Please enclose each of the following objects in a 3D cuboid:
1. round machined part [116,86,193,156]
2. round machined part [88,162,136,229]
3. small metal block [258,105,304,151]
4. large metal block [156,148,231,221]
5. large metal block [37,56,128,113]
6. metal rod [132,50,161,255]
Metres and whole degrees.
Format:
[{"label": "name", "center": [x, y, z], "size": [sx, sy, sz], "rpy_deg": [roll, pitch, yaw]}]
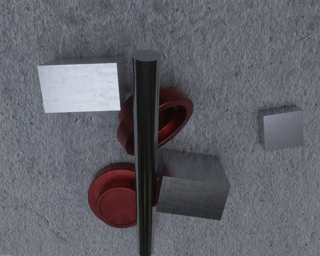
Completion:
[{"label": "round machined part", "center": [-0.011, -0.014, 0.376], "size": [0.098, 0.098, 0.042], "rpy_deg": [-46, 65, 15]}, {"label": "round machined part", "center": [-0.053, 0.101, 0.438], "size": [0.099, 0.042, 0.097], "rpy_deg": [0, 110, 0]}, {"label": "small metal block", "center": [0.160, 0.000, 0.411], "size": [0.050, 0.025, 0.050], "rpy_deg": [-9, 110, 3]}, {"label": "large metal block", "center": [0.039, 0.071, 0.407], "size": [0.081, 0.080, 0.050], "rpy_deg": [9, 110, -4]}, {"label": "large metal block", "center": [-0.083, -0.054, 0.359], "size": [0.080, 0.080, 0.050], "rpy_deg": [-2, 109, 1]}, {"label": "metal rod", "center": [-0.016, 0.056, 0.357], "size": [0.025, 0.025, 0.298], "rpy_deg": [2, 127, -1]}]
